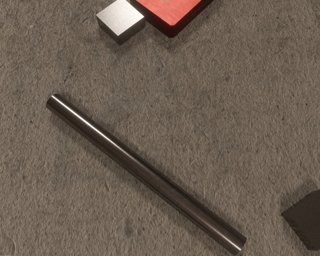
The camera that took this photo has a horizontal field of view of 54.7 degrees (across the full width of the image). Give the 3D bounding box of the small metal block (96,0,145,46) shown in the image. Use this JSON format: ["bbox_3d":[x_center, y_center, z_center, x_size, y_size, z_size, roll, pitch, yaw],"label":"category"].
[{"bbox_3d":[-0.059,-0.161,0.466,0.050,0.025,0.050,-41,75,-14],"label":"small metal block"}]

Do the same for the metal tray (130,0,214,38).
[{"bbox_3d":[0.028,-0.212,0.483,0.090,0.030,0.130,40,74,13],"label":"metal tray"}]

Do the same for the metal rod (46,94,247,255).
[{"bbox_3d":[-0.026,0.051,0.389,0.300,0.025,0.025,36,74,12],"label":"metal rod"}]

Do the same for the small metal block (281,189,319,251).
[{"bbox_3d":[0.185,0.110,0.370,0.050,0.025,0.050,-31,73,-11],"label":"small metal block"}]
